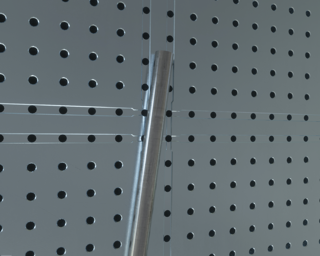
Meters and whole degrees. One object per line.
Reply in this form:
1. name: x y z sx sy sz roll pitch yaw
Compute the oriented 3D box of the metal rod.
1. metal rod: -0.013 0.048 0.407 0.025 0.025 0.299 9 87 -20
